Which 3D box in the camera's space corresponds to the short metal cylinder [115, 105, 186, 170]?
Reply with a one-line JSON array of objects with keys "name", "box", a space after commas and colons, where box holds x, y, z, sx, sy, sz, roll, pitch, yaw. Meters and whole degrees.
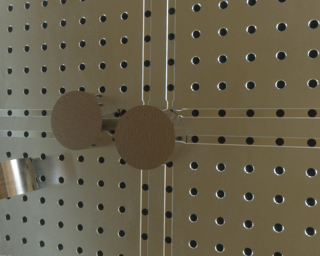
[{"name": "short metal cylinder", "box": [-0.011, 0.012, 0.403, 0.080, 0.050, 0.079, 0, 90, 20]}]

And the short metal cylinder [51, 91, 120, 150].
[{"name": "short metal cylinder", "box": [-0.104, -0.010, 0.436, 0.080, 0.050, 0.079, 0, 90, 20]}]

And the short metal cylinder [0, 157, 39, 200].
[{"name": "short metal cylinder", "box": [-0.228, 0.078, 0.464, 0.080, 0.080, 0.050, -16, 85, 19]}]
